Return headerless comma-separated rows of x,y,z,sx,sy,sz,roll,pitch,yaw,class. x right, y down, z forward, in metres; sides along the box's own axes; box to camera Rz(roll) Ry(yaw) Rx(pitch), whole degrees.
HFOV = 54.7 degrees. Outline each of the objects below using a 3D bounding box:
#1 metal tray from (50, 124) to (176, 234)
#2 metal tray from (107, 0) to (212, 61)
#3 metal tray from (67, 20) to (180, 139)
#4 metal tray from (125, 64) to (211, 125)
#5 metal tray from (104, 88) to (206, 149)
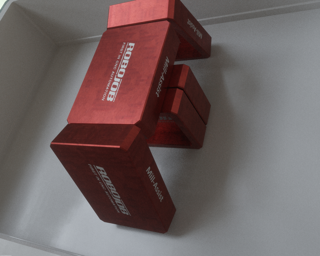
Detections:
-0.044,0.055,0.324,0.090,0.129,0.030,1,41,28,metal tray
0.004,-0.124,0.410,0.090,0.131,0.030,1,83,28,metal tray
-0.037,-0.054,0.337,0.090,0.030,0.130,1,62,28,metal tray
-0.012,-0.037,0.391,0.130,0.090,0.030,1,62,28,metal tray
-0.020,-0.009,0.379,0.130,0.090,0.030,1,62,28,metal tray
